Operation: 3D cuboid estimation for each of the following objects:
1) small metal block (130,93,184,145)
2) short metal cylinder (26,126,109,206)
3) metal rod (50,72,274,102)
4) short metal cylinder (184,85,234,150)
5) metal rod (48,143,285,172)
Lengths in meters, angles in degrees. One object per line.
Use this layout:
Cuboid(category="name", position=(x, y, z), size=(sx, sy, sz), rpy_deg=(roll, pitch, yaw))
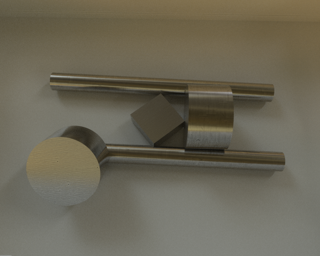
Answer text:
Cuboid(category="small metal block", position=(-0.003, -0.009, 0.411), size=(0.050, 0.025, 0.050), rpy_deg=(-36, 74, -13))
Cuboid(category="short metal cylinder", position=(-0.104, 0.042, 0.360), size=(0.081, 0.050, 0.079), rpy_deg=(0, 104, 1))
Cuboid(category="metal rod", position=(0.003, -0.056, 0.428), size=(0.302, 0.025, 0.025), rpy_deg=(3, 70, 0))
Cuboid(category="short metal cylinder", position=(0.057, -0.014, 0.385), size=(0.050, 0.080, 0.080), rpy_deg=(2, 70, 0))
Cuboid(category="metal rod", position=(0.004, 0.035, 0.395), size=(0.302, 0.025, 0.025), rpy_deg=(3, 70, 0))
